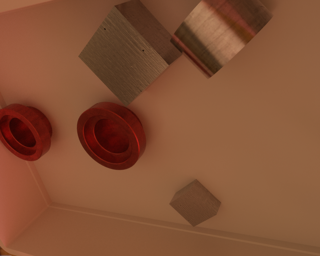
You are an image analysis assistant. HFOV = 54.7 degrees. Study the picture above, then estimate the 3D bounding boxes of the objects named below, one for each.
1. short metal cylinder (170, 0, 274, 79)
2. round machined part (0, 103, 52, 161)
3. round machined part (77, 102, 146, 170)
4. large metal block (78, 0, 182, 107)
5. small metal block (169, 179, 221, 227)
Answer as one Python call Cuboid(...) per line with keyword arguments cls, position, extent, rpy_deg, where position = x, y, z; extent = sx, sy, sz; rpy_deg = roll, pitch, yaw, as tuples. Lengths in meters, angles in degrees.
Cuboid(cls="short metal cylinder", position=(0.056, -0.091, 0.287), extent=(0.050, 0.080, 0.080), rpy_deg=(45, 129, -3))
Cuboid(cls="round machined part", position=(-0.220, 0.003, 0.513), extent=(0.098, 0.042, 0.097), rpy_deg=(13, 124, 20))
Cuboid(cls="round machined part", position=(-0.063, 0.007, 0.433), extent=(0.098, 0.042, 0.097), rpy_deg=(13, 124, 20))
Cuboid(cls="large metal block", position=(-0.032, -0.085, 0.356), extent=(0.080, 0.050, 0.080), rpy_deg=(47, 129, -5))
Cuboid(cls="small metal block", position=(0.051, 0.109, 0.448), extent=(0.050, 0.025, 0.050), rpy_deg=(44, 129, -3))
